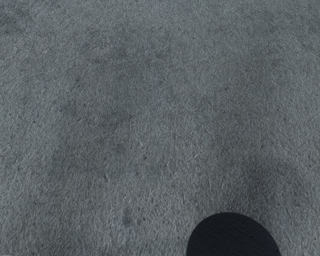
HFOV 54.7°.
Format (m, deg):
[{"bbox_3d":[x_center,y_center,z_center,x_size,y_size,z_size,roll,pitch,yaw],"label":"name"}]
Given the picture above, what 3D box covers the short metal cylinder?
[{"bbox_3d":[0.063,0.125,0.282,0.080,0.050,0.080,0,50,0],"label":"short metal cylinder"}]
